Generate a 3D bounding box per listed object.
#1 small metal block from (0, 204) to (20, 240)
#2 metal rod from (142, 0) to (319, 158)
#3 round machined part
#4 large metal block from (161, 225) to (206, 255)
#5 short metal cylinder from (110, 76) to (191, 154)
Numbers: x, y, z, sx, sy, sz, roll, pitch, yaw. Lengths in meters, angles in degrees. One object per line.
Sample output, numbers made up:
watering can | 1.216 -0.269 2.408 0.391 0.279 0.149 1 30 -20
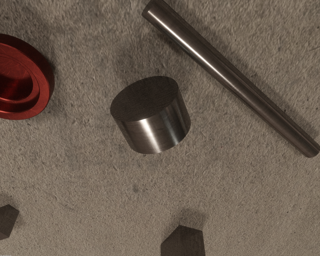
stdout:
small metal block | -0.275 0.164 0.526 0.050 0.050 0.025 -22 127 17
metal rod | 0.102 -0.045 0.370 0.301 0.025 0.025 34 122 -26
round machined part | -0.167 -0.059 0.343 0.099 0.042 0.097 -1 130 0
large metal block | 0.042 0.242 0.578 0.050 0.080 0.079 20 127 -17
short metal cylinder | -0.010 -0.016 0.357 0.080 0.080 0.050 -15 129 12
